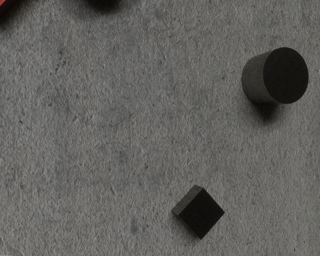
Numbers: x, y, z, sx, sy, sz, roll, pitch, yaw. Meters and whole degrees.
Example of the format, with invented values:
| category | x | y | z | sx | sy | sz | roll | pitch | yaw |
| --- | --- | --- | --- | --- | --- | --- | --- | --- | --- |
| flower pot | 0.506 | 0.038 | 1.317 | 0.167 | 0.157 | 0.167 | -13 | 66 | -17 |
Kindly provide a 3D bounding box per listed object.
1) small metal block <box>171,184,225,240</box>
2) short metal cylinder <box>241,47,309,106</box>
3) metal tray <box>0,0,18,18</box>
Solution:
| category | x | y | z | sx | sy | sz | roll | pitch | yaw |
| --- | --- | --- | --- | --- | --- | --- | --- | --- | --- |
| small metal block | 0.053 | 0.116 | 0.429 | 0.050 | 0.025 | 0.050 | -44 | 104 | -15 |
| short metal cylinder | 0.169 | -0.074 | 0.459 | 0.081 | 0.050 | 0.080 | 0 | 90 | -20 |
| metal tray | -0.202 | -0.196 | 0.331 | 0.130 | 0.030 | 0.090 | 39 | 78 | -16 |
